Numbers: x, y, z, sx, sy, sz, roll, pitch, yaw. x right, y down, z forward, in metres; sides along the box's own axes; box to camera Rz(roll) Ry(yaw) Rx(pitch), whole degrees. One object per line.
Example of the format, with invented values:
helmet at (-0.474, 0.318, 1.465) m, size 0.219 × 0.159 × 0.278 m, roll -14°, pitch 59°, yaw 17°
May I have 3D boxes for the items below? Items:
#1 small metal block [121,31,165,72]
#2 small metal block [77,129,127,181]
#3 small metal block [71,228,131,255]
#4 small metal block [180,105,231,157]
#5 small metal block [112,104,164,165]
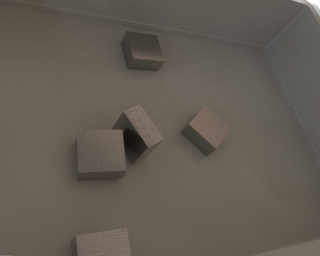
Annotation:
small metal block at (-0.026, -0.113, 0.461) m, size 0.050 × 0.025 × 0.050 m, roll -1°, pitch 62°, yaw -29°
small metal block at (-0.067, 0.030, 0.346) m, size 0.050 × 0.025 × 0.050 m, roll 0°, pitch 62°, yaw -17°
small metal block at (-0.055, 0.128, 0.298) m, size 0.050 × 0.025 × 0.050 m, roll 1°, pitch 61°, yaw -28°
small metal block at (0.065, 0.003, 0.438) m, size 0.050 × 0.025 × 0.050 m, roll 43°, pitch 51°, yaw 1°
small metal block at (-0.029, 0.009, 0.369) m, size 0.025 × 0.050 × 0.050 m, roll -27°, pitch 77°, yaw -38°
